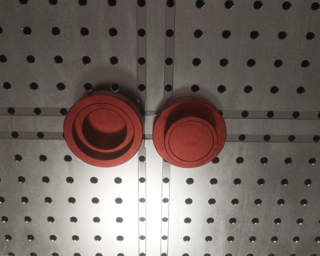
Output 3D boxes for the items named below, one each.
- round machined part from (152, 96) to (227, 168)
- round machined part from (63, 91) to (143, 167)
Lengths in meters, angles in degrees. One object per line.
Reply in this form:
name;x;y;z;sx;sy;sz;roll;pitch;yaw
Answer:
round machined part;0.039;0.010;0.409;0.099;0.042;0.097;0;110;-1
round machined part;-0.070;-0.001;0.403;0.099;0.042;0.097;0;110;-1
